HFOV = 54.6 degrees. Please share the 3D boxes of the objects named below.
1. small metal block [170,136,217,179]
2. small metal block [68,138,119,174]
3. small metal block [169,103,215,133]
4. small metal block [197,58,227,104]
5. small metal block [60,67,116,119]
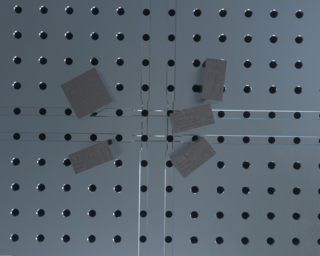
[{"bbox_3d":[0.041,0.036,0.401,0.050,0.050,0.025,-38,90,0],"label":"small metal block"},{"bbox_3d":[-0.083,0.035,0.400,0.050,0.050,0.025,-21,90,0],"label":"small metal block"},{"bbox_3d":[0.040,-0.012,0.401,0.050,0.050,0.025,-15,90,0],"label":"small metal block"},{"bbox_3d":[0.066,-0.059,0.401,0.025,0.050,0.050,7,90,0],"label":"small metal block"},{"bbox_3d":[-0.095,-0.045,0.413,0.050,0.025,0.050,-28,90,0],"label":"small metal block"}]
